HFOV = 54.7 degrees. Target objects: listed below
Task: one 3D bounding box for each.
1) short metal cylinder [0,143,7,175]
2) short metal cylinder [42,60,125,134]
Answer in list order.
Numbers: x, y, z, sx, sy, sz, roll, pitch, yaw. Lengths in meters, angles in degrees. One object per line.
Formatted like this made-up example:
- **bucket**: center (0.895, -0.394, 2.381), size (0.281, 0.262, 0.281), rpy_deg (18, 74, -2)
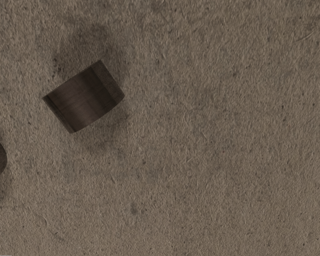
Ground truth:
- **short metal cylinder**: center (-0.256, 0.048, 0.410), size (0.081, 0.050, 0.079), rpy_deg (0, 110, -1)
- **short metal cylinder**: center (-0.089, -0.038, 0.365), size (0.080, 0.080, 0.050), rpy_deg (-30, 108, 10)
